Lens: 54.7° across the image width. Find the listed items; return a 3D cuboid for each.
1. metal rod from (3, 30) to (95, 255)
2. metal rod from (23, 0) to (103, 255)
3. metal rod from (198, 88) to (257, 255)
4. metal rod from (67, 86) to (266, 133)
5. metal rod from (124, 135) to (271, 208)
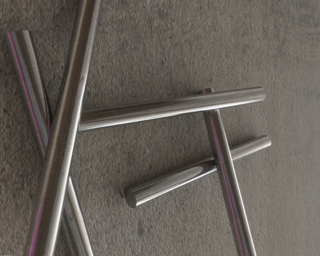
[{"bbox_3d":[-0.102,0.054,0.318,0.025,0.025,0.298,-21,103,-38],"label":"metal rod"},{"bbox_3d":[-0.090,-0.005,0.298,0.025,0.025,0.299,20,68,-38],"label":"metal rod"},{"bbox_3d":[0.101,0.088,0.443,0.025,0.025,0.299,-6,80,-40],"label":"metal rod"},{"bbox_3d":[0.027,-0.028,0.401,0.303,0.025,0.025,-11,97,-32],"label":"metal rod"},{"bbox_3d":[0.078,0.055,0.469,0.302,0.025,0.025,-15,100,-39],"label":"metal rod"}]
